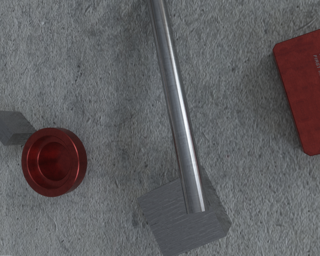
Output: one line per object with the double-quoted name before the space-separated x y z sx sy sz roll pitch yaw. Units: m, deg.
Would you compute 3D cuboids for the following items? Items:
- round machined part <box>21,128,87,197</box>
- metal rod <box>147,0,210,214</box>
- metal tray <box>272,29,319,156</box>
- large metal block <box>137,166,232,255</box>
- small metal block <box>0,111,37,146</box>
"round machined part" -0.148 0.048 0.452 0.098 0.042 0.097 0 90 20
"metal rod" 0.016 -0.051 0.372 0.025 0.025 0.299 -16 73 19
"metal tray" 0.187 -0.042 0.340 0.090 0.030 0.129 -17 85 19
"large metal block" 0.031 0.103 0.385 0.080 0.050 0.080 -29 81 17
"small metal block" -0.226 0.000 0.475 0.050 0.050 0.025 45 104 14
